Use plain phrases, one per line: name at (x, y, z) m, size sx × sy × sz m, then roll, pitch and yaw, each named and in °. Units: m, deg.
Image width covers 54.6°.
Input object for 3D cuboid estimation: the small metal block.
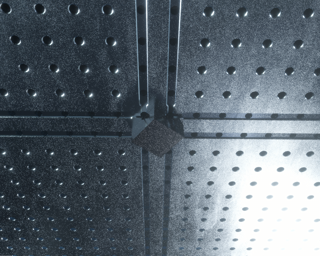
small metal block at (-0.003, 0.007, 0.417) m, size 0.050 × 0.025 × 0.050 m, roll 31°, pitch 124°, yaw -24°
